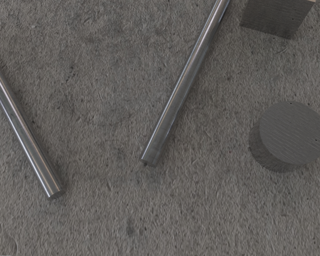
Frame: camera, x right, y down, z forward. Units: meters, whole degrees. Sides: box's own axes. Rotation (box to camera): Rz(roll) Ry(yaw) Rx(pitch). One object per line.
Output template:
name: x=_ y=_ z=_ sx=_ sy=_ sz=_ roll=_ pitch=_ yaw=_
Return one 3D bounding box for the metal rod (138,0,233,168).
metal rod: x=0.045 y=-0.084 z=0.438 sx=0.025 sy=0.025 sz=0.300 roll=23 pitch=71 yaw=8

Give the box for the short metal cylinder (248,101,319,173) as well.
short metal cylinder: x=0.159 y=0.012 z=0.391 sx=0.081 sy=0.050 sz=0.080 roll=0 pitch=70 yaw=0

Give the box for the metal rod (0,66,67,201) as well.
metal rod: x=-0.206 y=-0.037 z=0.419 sx=0.025 sy=0.025 sz=0.299 roll=-31 pitch=73 yaw=-11

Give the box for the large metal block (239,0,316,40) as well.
large metal block: x=0.169 y=-0.182 z=0.447 sx=0.080 sy=0.080 sz=0.050 roll=17 pitch=71 yaw=6
